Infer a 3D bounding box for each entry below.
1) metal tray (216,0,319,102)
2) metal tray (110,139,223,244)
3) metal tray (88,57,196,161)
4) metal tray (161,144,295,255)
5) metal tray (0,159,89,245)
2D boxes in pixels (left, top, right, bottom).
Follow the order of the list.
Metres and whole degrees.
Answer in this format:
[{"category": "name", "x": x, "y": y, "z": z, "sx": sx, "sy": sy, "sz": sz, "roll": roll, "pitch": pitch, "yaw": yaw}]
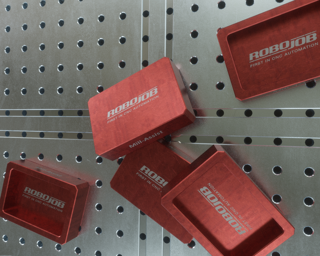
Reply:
[{"category": "metal tray", "x": 0.142, "y": -0.091, "z": 0.359, "sx": 0.130, "sy": 0.030, "sz": 0.090, "roll": -17, "pitch": 84, "yaw": 18}, {"category": "metal tray", "x": 0.009, "y": 0.074, "z": 0.406, "sx": 0.130, "sy": 0.030, "sz": 0.090, "roll": 34, "pitch": 100, "yaw": 16}, {"category": "metal tray", "x": -0.028, "y": -0.024, "z": 0.402, "sx": 0.130, "sy": 0.030, "sz": 0.090, "roll": -26, "pitch": 59, "yaw": 17}, {"category": "metal tray", "x": 0.076, "y": 0.094, "z": 0.354, "sx": 0.090, "sy": 0.030, "sz": 0.130, "roll": -42, "pitch": 98, "yaw": 8}, {"category": "metal tray", "x": -0.179, "y": 0.109, "z": 0.471, "sx": 0.130, "sy": 0.030, "sz": 0.089, "roll": 15, "pitch": 95, "yaw": 19}]
